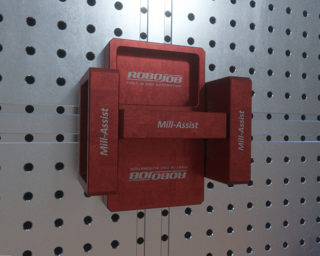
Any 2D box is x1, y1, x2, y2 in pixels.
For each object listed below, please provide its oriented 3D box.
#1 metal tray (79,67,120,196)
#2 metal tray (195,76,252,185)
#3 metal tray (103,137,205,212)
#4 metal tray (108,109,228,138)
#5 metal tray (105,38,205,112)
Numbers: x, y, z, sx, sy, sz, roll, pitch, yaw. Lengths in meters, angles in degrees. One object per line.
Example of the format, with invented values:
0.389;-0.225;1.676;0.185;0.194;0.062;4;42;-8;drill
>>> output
-0.072;0.004;0.352;0.030;0.090;0.129;1;90;-20;metal tray
0.081;0.003;0.409;0.030;0.090;0.129;1;90;-20;metal tray
-0.006;0.057;0.407;0.131;0.030;0.089;1;90;-21;metal tray
0.004;-0.004;0.379;0.131;0.090;0.030;1;90;-20;metal tray
-0.005;-0.064;0.409;0.131;0.030;0.089;1;90;-21;metal tray
